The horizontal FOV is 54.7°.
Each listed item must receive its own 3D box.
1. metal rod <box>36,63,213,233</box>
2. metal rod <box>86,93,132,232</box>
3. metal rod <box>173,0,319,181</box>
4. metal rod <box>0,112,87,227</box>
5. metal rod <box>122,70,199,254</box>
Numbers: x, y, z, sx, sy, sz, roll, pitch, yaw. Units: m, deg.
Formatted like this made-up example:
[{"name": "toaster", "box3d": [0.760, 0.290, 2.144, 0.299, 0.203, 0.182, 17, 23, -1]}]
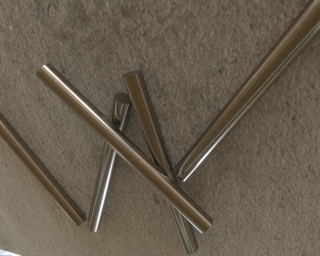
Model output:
[{"name": "metal rod", "box3d": [-0.044, 0.028, 0.412, 0.300, 0.025, 0.025, 44, 129, -3]}, {"name": "metal rod", "box3d": [-0.087, 0.073, 0.495, 0.025, 0.025, 0.298, 27, 128, 10]}, {"name": "metal rod", "box3d": [0.094, -0.034, 0.335, 0.025, 0.025, 0.298, 36, 129, 3]}, {"name": "metal rod", "box3d": [-0.235, 0.060, 0.564, 0.025, 0.025, 0.299, -26, 105, 37]}, {"name": "metal rod", "box3d": [0.008, 0.063, 0.440, 0.025, 0.025, 0.298, -4, 117, 30]}]
